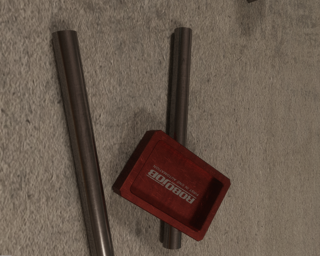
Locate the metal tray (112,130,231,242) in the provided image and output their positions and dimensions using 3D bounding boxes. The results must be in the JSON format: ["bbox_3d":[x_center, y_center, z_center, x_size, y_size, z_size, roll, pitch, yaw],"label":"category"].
[{"bbox_3d":[0.019,0.072,0.392,0.130,0.030,0.090,36,75,-20],"label":"metal tray"}]

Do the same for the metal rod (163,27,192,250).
[{"bbox_3d":[0.024,0.012,0.427,0.025,0.025,0.298,5,87,-40],"label":"metal rod"}]

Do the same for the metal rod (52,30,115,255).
[{"bbox_3d":[-0.078,0.048,0.340,0.025,0.025,0.298,-14,99,-39],"label":"metal rod"}]

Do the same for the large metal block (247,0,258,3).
[{"bbox_3d":[0.191,-0.270,0.532,0.050,0.080,0.080,49,61,-29],"label":"large metal block"}]
